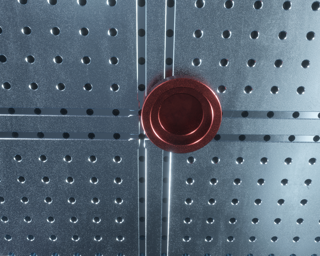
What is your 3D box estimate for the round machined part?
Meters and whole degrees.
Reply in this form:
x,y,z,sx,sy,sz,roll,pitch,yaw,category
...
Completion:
x,y,z,sx,sy,sz,roll,pitch,yaw,category
0.026,-0.020,0.397,0.099,0.042,0.097,0,110,-1,round machined part
